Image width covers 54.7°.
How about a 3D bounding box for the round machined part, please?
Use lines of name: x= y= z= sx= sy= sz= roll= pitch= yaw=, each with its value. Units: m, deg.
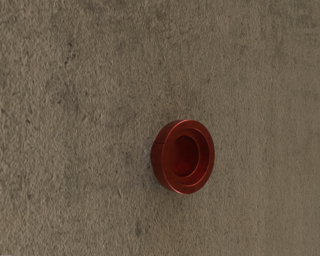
round machined part: x=0.026 y=0.037 z=0.419 sx=0.099 sy=0.042 sz=0.097 roll=0 pitch=90 yaw=-40
